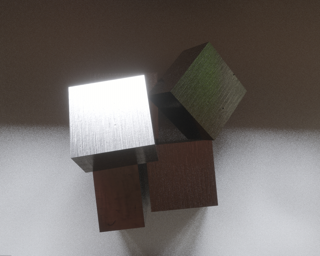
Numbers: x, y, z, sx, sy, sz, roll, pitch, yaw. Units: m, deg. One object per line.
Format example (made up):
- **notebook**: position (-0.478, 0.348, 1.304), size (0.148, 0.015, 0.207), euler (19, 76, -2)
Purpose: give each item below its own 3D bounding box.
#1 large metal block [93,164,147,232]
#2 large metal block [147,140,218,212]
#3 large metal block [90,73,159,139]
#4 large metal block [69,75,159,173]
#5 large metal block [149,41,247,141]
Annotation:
- **large metal block**: position (-0.046, 0.073, 0.382), size (0.050, 0.080, 0.079), euler (-7, 90, 0)
- **large metal block**: position (0.026, 0.057, 0.396), size (0.081, 0.050, 0.079), euler (-5, 90, -1)
- **large metal block**: position (-0.043, -0.026, 0.397), size (0.081, 0.050, 0.079), euler (-1, 90, -1)
- **large metal block**: position (-0.049, -0.004, 0.332), size (0.080, 0.050, 0.080), euler (-9, 65, 0)
- **large metal block**: position (0.046, -0.042, 0.373), size (0.080, 0.050, 0.080), euler (46, 67, -23)
